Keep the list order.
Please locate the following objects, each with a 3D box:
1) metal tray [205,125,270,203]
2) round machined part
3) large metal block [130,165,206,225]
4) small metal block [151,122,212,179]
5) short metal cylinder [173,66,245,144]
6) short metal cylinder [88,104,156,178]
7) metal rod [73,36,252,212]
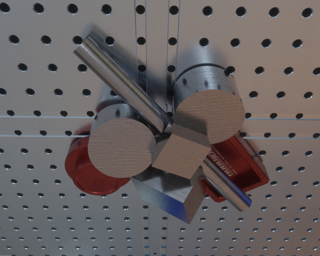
[{"bbox_3d":[0.088,0.050,0.447,0.090,0.030,0.130,-29,125,22],"label":"metal tray"},{"bbox_3d":[-0.087,0.060,0.445,0.099,0.042,0.097,0,130,0],"label":"round machined part"},{"bbox_3d":[0.013,0.079,0.423,0.080,0.050,0.080,22,152,25],"label":"large metal block"},{"bbox_3d":[0.024,0.027,0.361,0.050,0.025,0.050,21,119,-17],"label":"small metal block"},{"bbox_3d":[0.056,-0.026,0.369,0.081,0.050,0.079,0,130,0],"label":"short metal cylinder"},{"bbox_3d":[-0.048,0.015,0.388,0.081,0.050,0.079,-3,114,-8],"label":"short metal cylinder"},{"bbox_3d":[0.017,0.009,0.382,0.025,0.025,0.300,-35,113,26],"label":"metal rod"}]
